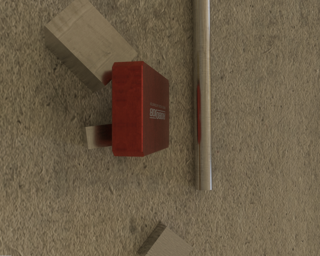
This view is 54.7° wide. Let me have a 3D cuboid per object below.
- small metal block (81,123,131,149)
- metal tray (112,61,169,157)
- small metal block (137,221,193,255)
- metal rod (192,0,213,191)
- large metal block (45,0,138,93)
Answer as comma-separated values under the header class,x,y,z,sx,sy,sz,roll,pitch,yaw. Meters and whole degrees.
class,x,y,z,sx,sy,sz,roll,pitch,yaw
small metal block,-0.066,0.008,0.372,0.050,0.050,0.025,-8,93,-20
metal tray,-0.016,-0.018,0.350,0.030,0.130,0.089,0,90,12
small metal block,0.007,0.162,0.413,0.050,0.025,0.050,43,76,-15
metal rod,0.059,-0.064,0.432,0.025,0.025,0.298,-1,90,-20
large metal block,-0.081,-0.089,0.350,0.080,0.080,0.050,46,76,-15
